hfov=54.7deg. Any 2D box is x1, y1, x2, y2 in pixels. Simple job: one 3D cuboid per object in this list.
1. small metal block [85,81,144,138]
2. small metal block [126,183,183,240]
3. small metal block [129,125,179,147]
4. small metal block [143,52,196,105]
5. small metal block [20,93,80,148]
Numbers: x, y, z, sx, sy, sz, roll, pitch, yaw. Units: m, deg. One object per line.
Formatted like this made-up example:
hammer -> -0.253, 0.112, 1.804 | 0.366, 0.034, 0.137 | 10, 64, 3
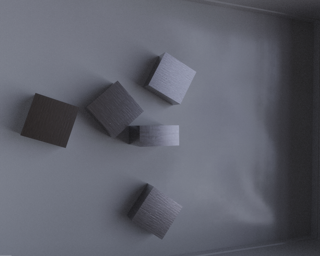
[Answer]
small metal block -> -0.058, -0.023, 0.390 | 0.050, 0.025, 0.050 | -44, 104, -15
small metal block -> -0.007, 0.110, 0.409 | 0.050, 0.025, 0.050 | 38, 78, -17
small metal block -> -0.009, 0.009, 0.395 | 0.050, 0.050, 0.025 | -1, 91, -20
small metal block -> 0.013, -0.065, 0.416 | 0.050, 0.025, 0.050 | 29, 80, -18
small metal block -> -0.128, -0.008, 0.363 | 0.050, 0.025, 0.050 | 19, 84, -20
